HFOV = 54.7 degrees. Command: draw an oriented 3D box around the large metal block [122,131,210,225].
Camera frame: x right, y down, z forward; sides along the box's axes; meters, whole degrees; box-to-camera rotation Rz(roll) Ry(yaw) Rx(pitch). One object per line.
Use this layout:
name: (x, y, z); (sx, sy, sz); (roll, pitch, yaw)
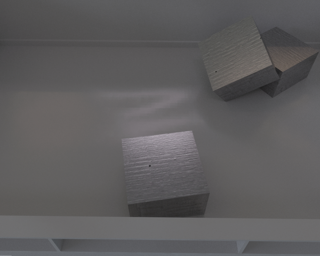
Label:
large metal block: (0.003, 0.054, 0.343); (0.081, 0.050, 0.080); (-7, 50, -6)

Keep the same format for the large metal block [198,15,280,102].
large metal block: (0.109, -0.094, 0.431); (0.080, 0.050, 0.080); (-23, 66, 24)

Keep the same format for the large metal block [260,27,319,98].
large metal block: (0.177, -0.103, 0.477); (0.081, 0.050, 0.080); (-29, 56, -22)
